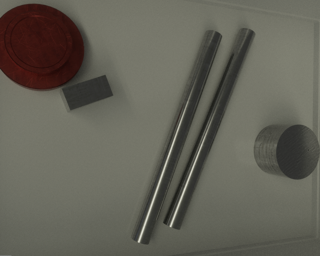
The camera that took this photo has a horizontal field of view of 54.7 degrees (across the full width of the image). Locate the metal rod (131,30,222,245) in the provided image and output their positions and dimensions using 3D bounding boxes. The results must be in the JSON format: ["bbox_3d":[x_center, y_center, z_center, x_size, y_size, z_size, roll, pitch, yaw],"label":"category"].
[{"bbox_3d":[0.025,0.007,0.420,0.025,0.025,0.299,23,82,-19],"label":"metal rod"}]

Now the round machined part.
[{"bbox_3d":[-0.136,-0.093,0.351,0.099,0.042,0.097,0,90,-21],"label":"round machined part"}]

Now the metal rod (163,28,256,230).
[{"bbox_3d":[0.072,-0.005,0.438,0.025,0.025,0.299,25,81,-19],"label":"metal rod"}]

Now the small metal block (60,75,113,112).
[{"bbox_3d":[-0.088,-0.040,0.365,0.050,0.050,0.025,-22,98,-19],"label":"small metal block"}]

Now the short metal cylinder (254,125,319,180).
[{"bbox_3d":[0.191,0.035,0.470,0.081,0.050,0.079,0,90,-21],"label":"short metal cylinder"}]
